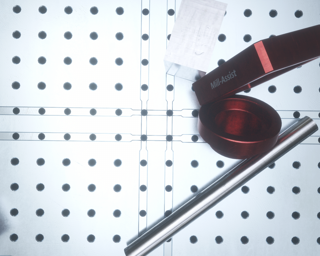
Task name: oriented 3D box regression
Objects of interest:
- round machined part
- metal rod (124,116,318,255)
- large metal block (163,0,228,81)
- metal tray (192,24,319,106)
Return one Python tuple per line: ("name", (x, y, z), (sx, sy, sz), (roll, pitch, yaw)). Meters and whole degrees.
("round machined part", (0.096, 0.001, 0.388), (0.099, 0.098, 0.042), (0, 129, 0))
("metal rod", (0.081, 0.082, 0.413), (0.301, 0.025, 0.025), (-36, 90, 0))
("large metal block", (0.042, -0.107, 0.385), (0.050, 0.080, 0.080), (17, 90, 3))
("metal tray", (0.106, -0.065, 0.348), (0.091, 0.130, 0.030), (-20, 88, -24))
